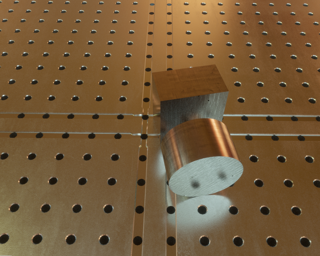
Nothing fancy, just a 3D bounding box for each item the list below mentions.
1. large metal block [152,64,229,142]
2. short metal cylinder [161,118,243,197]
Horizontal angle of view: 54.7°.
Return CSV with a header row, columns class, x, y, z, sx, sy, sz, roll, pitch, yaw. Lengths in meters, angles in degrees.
class,x,y,z,sx,sy,sz,roll,pitch,yaw
large metal block,0.035,-0.029,0.397,0.081,0.080,0.050,-9,51,-8
short metal cylinder,0.045,0.034,0.343,0.081,0.080,0.050,-7,51,-6
